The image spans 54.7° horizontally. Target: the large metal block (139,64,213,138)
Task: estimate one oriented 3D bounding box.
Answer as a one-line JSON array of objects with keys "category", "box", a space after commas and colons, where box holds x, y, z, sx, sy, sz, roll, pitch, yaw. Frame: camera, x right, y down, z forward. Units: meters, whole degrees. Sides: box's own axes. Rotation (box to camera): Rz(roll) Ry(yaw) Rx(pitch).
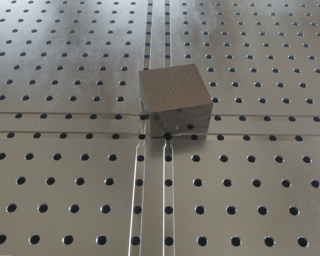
[{"category": "large metal block", "box": [0.019, -0.039, 0.424, 0.081, 0.050, 0.080, -9, 51, -8]}]
